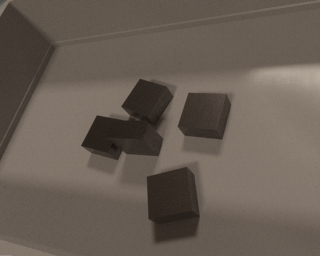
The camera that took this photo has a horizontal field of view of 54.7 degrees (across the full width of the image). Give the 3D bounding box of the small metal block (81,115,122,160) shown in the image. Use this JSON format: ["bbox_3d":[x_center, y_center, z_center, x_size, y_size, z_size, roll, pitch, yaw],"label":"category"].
[{"bbox_3d":[-0.074,0.013,0.435,0.050,0.025,0.050,11,67,32],"label":"small metal block"}]

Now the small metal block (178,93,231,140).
[{"bbox_3d":[0.056,-0.016,0.385,0.050,0.025,0.050,5,64,30],"label":"small metal block"}]

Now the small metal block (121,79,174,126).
[{"bbox_3d":[-0.018,-0.037,0.436,0.050,0.025,0.050,22,73,35],"label":"small metal block"}]

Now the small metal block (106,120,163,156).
[{"bbox_3d":[-0.031,0.013,0.396,0.050,0.050,0.025,1,63,28],"label":"small metal block"}]

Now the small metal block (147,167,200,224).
[{"bbox_3d":[0.014,0.077,0.350,0.050,0.025,0.050,-16,55,18],"label":"small metal block"}]
